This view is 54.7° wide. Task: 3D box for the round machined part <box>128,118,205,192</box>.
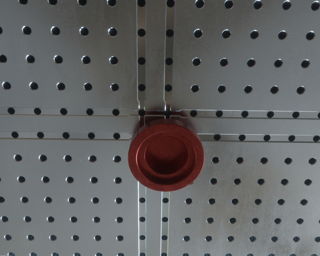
[{"bbox_3d":[0.008,0.033,0.417,0.099,0.042,0.097,0,110,-1],"label":"round machined part"}]
